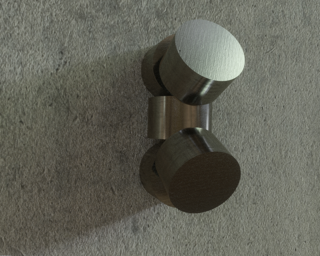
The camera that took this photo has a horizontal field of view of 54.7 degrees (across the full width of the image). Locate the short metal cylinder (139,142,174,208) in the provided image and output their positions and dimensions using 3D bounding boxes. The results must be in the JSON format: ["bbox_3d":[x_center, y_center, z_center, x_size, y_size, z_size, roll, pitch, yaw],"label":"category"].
[{"bbox_3d":[0.018,0.058,0.404,0.081,0.050,0.080,0,90,-20],"label":"short metal cylinder"}]

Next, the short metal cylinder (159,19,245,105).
[{"bbox_3d":[0.045,-0.072,0.344,0.081,0.050,0.080,9,62,-17],"label":"short metal cylinder"}]

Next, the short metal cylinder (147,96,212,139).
[{"bbox_3d":[0.025,-0.011,0.391,0.081,0.080,0.050,2,90,-20],"label":"short metal cylinder"}]

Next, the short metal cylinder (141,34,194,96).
[{"bbox_3d":[0.021,-0.077,0.405,0.081,0.050,0.080,0,90,-20],"label":"short metal cylinder"}]

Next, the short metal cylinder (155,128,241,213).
[{"bbox_3d":[0.040,0.046,0.341,0.081,0.050,0.079,-8,120,-14],"label":"short metal cylinder"}]
